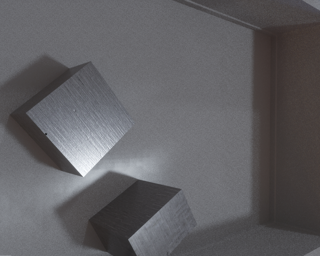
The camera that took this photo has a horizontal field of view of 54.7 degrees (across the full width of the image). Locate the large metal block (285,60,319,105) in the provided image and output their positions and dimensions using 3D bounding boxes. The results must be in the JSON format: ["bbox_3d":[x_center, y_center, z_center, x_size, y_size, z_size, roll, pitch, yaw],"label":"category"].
[{"bbox_3d":[0.314,-0.095,0.636,0.050,0.080,0.080,-24,105,-38],"label":"large metal block"}]

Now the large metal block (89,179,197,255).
[{"bbox_3d":[-0.020,0.108,0.354,0.080,0.080,0.050,-36,112,-34],"label":"large metal block"}]

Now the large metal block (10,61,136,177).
[{"bbox_3d":[-0.086,-0.009,0.318,0.080,0.050,0.080,-49,119,-29],"label":"large metal block"}]
